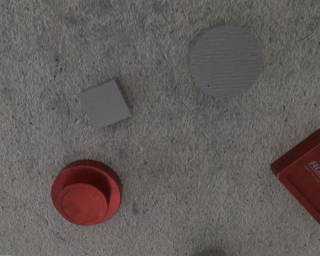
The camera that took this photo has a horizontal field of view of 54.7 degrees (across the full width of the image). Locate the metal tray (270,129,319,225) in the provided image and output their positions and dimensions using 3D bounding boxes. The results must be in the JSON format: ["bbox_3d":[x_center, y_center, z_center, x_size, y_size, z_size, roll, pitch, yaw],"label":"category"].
[{"bbox_3d":[0.233,0.076,0.437,0.090,0.030,0.130,-41,105,13],"label":"metal tray"}]

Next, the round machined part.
[{"bbox_3d":[-0.104,0.097,0.435,0.099,0.042,0.097,0,110,0],"label":"round machined part"}]

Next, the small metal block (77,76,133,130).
[{"bbox_3d":[-0.069,-0.032,0.397,0.050,0.025,0.050,-21,109,7],"label":"small metal block"}]

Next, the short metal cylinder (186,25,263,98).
[{"bbox_3d":[0.074,-0.081,0.367,0.081,0.050,0.079,0,110,0],"label":"short metal cylinder"}]

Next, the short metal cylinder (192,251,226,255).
[{"bbox_3d":[0.079,0.231,0.466,0.050,0.080,0.079,-8,110,3],"label":"short metal cylinder"}]
